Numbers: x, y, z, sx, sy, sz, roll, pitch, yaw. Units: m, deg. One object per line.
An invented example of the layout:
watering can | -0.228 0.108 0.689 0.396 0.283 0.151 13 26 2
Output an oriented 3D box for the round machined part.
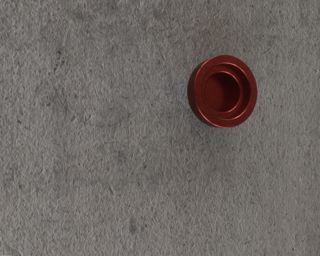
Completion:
round machined part | 0.082 -0.049 0.432 0.099 0.042 0.097 0 90 -21
